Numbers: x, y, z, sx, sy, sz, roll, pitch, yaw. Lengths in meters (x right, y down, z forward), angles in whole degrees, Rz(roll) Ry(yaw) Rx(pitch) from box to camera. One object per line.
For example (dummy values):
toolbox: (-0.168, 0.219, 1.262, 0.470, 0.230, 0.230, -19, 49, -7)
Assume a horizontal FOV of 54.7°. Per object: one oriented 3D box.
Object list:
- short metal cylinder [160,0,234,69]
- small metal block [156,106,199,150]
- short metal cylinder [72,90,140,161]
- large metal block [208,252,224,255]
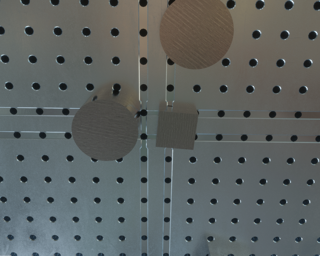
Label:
short metal cylinder: (0.040, -0.112, 0.359, 0.081, 0.050, 0.079, 0, 110, 0)
small metal block: (0.022, -0.001, 0.413, 0.050, 0.025, 0.050, 5, 110, -2)
short metal cylinder: (-0.066, -0.005, 0.398, 0.081, 0.050, 0.079, 0, 110, 0)
large metal block: (0.105, 0.257, 0.495, 0.080, 0.050, 0.079, 18, 109, -7)
